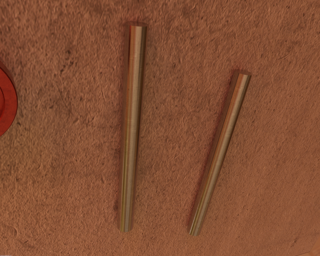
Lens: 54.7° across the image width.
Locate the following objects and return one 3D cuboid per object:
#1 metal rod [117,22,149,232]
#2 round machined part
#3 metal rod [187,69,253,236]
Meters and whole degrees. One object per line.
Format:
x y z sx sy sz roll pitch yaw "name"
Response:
-0.038 0.020 0.399 0.025 0.025 0.298 -8 122 -25 "metal rod"
-0.183 -0.031 0.277 0.099 0.042 0.097 -14 125 -21 "round machined part"
0.088 0.054 0.490 0.025 0.025 0.298 -3 120 -27 "metal rod"
